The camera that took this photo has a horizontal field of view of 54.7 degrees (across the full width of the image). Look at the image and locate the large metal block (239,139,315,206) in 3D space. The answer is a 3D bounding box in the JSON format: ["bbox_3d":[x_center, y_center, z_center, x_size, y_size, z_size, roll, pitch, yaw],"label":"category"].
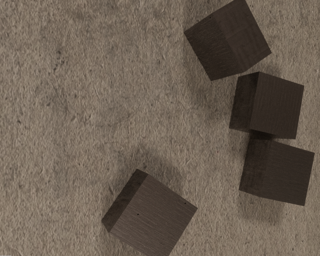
[{"bbox_3d":[0.174,0.065,0.462,0.081,0.050,0.080,15,85,-20],"label":"large metal block"}]

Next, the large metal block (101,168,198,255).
[{"bbox_3d":[-0.014,0.110,0.392,0.080,0.050,0.080,38,78,-17],"label":"large metal block"}]

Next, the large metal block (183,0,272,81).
[{"bbox_3d":[0.087,-0.115,0.413,0.050,0.080,0.080,-35,102,-17],"label":"large metal block"}]

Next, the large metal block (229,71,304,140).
[{"bbox_3d":[0.156,-0.030,0.455,0.081,0.050,0.080,12,86,-20],"label":"large metal block"}]
